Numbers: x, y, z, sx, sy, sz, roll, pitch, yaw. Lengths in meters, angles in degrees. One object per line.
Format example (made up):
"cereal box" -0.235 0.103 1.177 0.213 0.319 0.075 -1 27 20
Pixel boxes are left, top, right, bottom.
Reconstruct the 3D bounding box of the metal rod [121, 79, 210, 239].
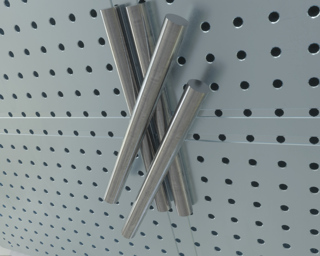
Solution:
"metal rod" -0.005 0.063 0.421 0.025 0.025 0.298 30 128 9

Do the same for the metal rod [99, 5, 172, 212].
"metal rod" -0.026 -0.008 0.421 0.025 0.025 0.298 1 119 28

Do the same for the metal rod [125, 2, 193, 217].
"metal rod" 0.005 -0.005 0.406 0.025 0.025 0.298 1 119 28

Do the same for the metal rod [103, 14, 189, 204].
"metal rod" -0.030 0.001 0.397 0.025 0.025 0.298 30 128 9
